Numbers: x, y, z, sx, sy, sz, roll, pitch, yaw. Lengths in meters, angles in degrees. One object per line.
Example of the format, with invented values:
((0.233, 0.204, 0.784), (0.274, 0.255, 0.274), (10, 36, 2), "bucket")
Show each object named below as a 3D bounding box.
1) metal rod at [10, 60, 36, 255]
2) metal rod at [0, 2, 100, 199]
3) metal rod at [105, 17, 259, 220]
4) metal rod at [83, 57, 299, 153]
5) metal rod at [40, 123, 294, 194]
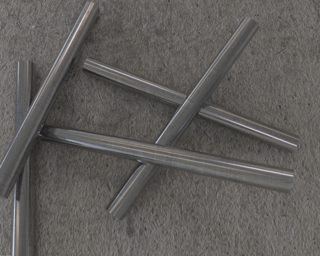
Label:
((-0.170, 0.050, 0.388), (0.025, 0.025, 0.299), (-7, 70, -3), "metal rod")
((-0.143, -0.054, 0.410), (0.025, 0.025, 0.300), (14, 64, 5), "metal rod")
((0.032, -0.017, 0.390), (0.025, 0.025, 0.300), (35, 82, 11), "metal rod")
((0.036, -0.034, 0.420), (0.301, 0.025, 0.025), (22, 72, 7), "metal rod")
((-0.010, 0.029, 0.356), (0.301, 0.025, 0.025), (10, 70, 19), "metal rod")
